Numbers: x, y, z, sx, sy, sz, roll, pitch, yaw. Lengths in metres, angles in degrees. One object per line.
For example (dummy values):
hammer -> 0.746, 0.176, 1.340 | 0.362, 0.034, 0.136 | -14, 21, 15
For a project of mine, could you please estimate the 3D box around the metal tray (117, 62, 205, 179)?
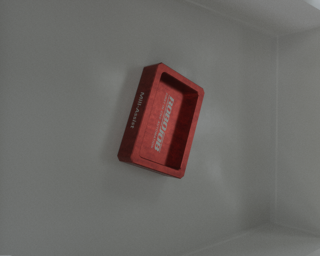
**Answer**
metal tray -> 0.005, -0.008, 0.406 | 0.090, 0.030, 0.130 | 25, 75, -37
